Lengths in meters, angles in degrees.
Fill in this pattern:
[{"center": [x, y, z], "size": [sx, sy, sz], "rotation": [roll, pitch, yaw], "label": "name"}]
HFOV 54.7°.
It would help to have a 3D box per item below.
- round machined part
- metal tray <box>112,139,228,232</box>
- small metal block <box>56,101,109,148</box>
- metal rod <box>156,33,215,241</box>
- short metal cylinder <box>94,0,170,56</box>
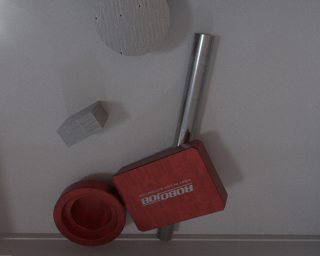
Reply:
[{"center": [-0.097, 0.116, 0.444], "size": [0.099, 0.042, 0.097], "rotation": [0, 110, -1], "label": "round machined part"}, {"center": [0.012, 0.079, 0.413], "size": [0.130, 0.030, 0.090], "rotation": [-23, 98, 23], "label": "metal tray"}, {"center": [-0.097, -0.006, 0.394], "size": [0.050, 0.050, 0.025], "rotation": [-28, 108, 9], "label": "small metal block"}, {"center": [0.030, 0.026, 0.421], "size": [0.025, 0.025, 0.298], "rotation": [8, 110, -4], "label": "metal rod"}, {"center": [-0.030, -0.125, 0.351], "size": [0.081, 0.050, 0.079], "rotation": [0, 110, -1], "label": "short metal cylinder"}]
